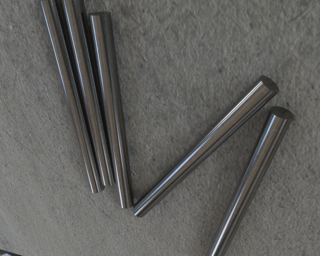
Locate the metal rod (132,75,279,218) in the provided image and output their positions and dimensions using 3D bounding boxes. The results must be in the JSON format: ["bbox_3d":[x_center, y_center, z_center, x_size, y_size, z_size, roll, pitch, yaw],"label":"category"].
[{"bbox_3d":[0.040,0.045,0.412,0.025,0.025,0.298,40,129,1],"label":"metal rod"}]

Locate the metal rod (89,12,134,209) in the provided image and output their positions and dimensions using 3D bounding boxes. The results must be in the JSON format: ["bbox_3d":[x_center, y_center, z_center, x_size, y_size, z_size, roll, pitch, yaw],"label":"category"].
[{"bbox_3d":[-0.062,-0.005,0.434,0.025,0.025,0.298,10,123,22],"label":"metal rod"}]

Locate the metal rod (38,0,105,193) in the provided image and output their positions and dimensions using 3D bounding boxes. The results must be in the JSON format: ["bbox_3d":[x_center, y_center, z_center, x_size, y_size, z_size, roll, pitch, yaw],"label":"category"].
[{"bbox_3d":[-0.120,-0.028,0.450,0.025,0.025,0.298,7,122,24],"label":"metal rod"}]

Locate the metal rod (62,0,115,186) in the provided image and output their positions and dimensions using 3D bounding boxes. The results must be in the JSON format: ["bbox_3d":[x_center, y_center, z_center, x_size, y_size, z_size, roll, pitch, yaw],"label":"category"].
[{"bbox_3d":[-0.093,-0.044,0.426,0.025,0.025,0.298,9,122,23],"label":"metal rod"}]

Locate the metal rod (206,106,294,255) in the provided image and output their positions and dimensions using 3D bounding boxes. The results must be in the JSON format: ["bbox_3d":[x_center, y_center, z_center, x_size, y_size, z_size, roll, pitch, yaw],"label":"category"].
[{"bbox_3d":[0.105,0.103,0.414,0.025,0.025,0.298,22,127,14],"label":"metal rod"}]
